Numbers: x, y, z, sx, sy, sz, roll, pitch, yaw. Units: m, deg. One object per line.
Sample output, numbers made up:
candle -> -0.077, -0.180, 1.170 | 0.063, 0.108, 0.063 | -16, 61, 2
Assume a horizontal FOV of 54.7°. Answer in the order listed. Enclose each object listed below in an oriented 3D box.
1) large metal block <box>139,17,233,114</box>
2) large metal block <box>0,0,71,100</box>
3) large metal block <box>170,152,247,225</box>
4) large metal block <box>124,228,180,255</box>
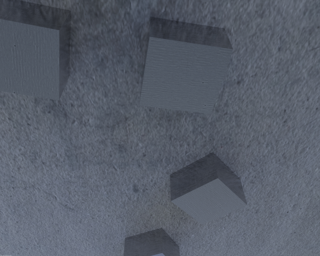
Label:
large metal block -> 0.024, -0.066, 0.335 | 0.081, 0.050, 0.079 | 7, 130, -6
large metal block -> -0.139, -0.081, 0.319 | 0.081, 0.050, 0.079 | 9, 130, -8
large metal block -> 0.072, 0.094, 0.472 | 0.080, 0.050, 0.080 | -32, 124, 24
large metal block -> -0.014, 0.245, 0.600 | 0.080, 0.050, 0.080 | -21, 128, 16
